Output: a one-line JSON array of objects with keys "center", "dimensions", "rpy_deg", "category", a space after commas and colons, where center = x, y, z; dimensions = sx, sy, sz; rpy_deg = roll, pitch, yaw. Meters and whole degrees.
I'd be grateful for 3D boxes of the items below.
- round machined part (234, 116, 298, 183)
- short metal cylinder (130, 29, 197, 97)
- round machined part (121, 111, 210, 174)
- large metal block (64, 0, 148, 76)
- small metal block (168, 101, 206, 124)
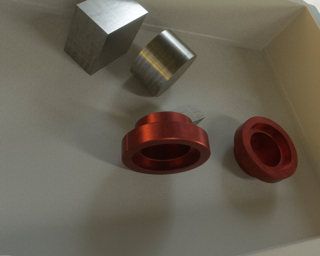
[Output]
[{"center": [0.149, 0.035, 0.456], "dimensions": [0.099, 0.042, 0.098], "rpy_deg": [14, 56, -21], "category": "round machined part"}, {"center": [0.005, -0.088, 0.429], "dimensions": [0.050, 0.080, 0.080], "rpy_deg": [45, 51, 2], "category": "short metal cylinder"}, {"center": [0.006, 0.016, 0.354], "dimensions": [0.099, 0.097, 0.042], "rpy_deg": [10, 58, -23], "category": "round machined part"}, {"center": [-0.073, -0.128, 0.410], "dimensions": [0.050, 0.080, 0.080], "rpy_deg": [44, 51, 1], "category": "large metal block"}, {"center": [0.023, -0.006, 0.407], "dimensions": [0.050, 0.050, 0.025], "rpy_deg": [-21, 73, -36], "category": "small metal block"}]
